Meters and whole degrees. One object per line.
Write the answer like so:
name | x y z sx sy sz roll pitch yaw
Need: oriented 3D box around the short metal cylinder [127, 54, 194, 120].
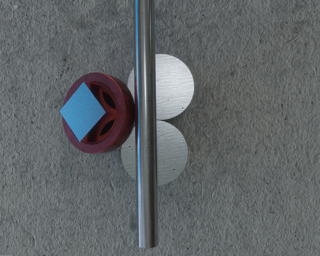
short metal cylinder | 0.001 -0.050 0.399 0.081 0.050 0.079 0 90 0

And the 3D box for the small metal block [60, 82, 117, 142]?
small metal block | -0.085 -0.018 0.370 0.050 0.025 0.050 -46 68 19

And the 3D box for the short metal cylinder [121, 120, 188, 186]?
short metal cylinder | -0.007 0.030 0.398 0.081 0.050 0.080 0 89 0

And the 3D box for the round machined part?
round machined part | -0.072 -0.017 0.389 0.098 0.042 0.097 -1 87 29

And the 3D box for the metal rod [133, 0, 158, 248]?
metal rod | -0.017 -0.014 0.361 0.025 0.025 0.298 -1 90 0
